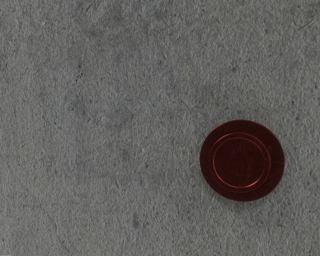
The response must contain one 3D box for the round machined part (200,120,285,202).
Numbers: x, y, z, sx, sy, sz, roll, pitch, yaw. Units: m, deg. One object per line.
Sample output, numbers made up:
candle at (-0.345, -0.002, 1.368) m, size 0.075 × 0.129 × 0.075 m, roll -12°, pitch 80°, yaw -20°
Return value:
round machined part at (0.095, 0.039, 0.367) m, size 0.098 × 0.042 × 0.097 m, roll 0°, pitch 90°, yaw 20°
